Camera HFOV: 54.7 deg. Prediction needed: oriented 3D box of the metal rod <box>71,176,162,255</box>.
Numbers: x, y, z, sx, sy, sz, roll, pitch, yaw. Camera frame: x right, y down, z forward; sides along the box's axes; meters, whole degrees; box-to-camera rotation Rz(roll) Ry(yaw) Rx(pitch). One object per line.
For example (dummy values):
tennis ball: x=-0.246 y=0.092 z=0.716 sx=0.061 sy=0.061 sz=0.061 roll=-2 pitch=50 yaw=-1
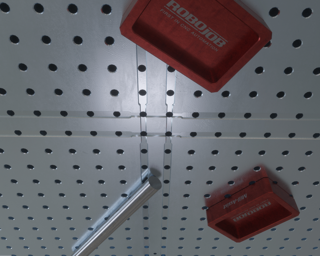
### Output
metal rod: x=-0.092 y=0.180 z=0.563 sx=0.025 sy=0.025 sz=0.298 roll=28 pitch=125 yaw=-22

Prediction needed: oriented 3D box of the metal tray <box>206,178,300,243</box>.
metal tray: x=0.157 y=0.145 z=0.533 sx=0.090 sy=0.030 sz=0.130 roll=37 pitch=121 yaw=-27

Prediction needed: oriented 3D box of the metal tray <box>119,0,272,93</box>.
metal tray: x=0.037 y=-0.104 z=0.320 sx=0.131 sy=0.030 sz=0.090 roll=29 pitch=124 yaw=-23
